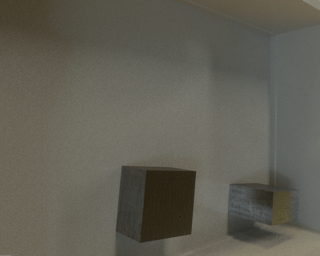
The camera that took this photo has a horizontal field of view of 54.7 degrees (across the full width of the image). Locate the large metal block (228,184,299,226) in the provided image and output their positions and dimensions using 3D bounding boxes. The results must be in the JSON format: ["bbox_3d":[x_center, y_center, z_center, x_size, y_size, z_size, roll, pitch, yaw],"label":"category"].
[{"bbox_3d":[0.172,0.123,0.515,0.081,0.080,0.050,7,86,-40],"label":"large metal block"}]

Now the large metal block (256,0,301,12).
[{"bbox_3d":[0.225,-0.265,0.561,0.050,0.080,0.080,49,61,-29],"label":"large metal block"}]

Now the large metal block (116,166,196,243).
[{"bbox_3d":[-0.004,0.091,0.387,0.081,0.050,0.080,8,85,-40],"label":"large metal block"}]
